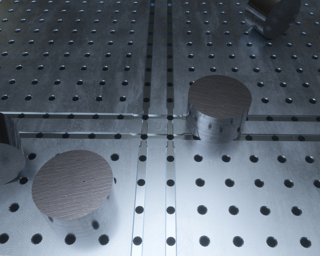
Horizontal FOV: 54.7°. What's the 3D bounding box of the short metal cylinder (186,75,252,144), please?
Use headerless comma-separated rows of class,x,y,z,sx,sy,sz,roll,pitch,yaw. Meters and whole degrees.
short metal cylinder,0.076,-0.026,0.413,0.081,0.050,0.080,0,50,0

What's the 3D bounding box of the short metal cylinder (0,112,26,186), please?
short metal cylinder,-0.199,0.026,0.349,0.081,0.080,0.050,-20,53,-16

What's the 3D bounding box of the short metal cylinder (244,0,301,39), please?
short metal cylinder,0.198,-0.206,0.546,0.081,0.080,0.050,-23,54,-18

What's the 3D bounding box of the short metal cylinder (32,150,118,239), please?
short metal cylinder,-0.088,0.070,0.332,0.081,0.050,0.080,0,50,0
